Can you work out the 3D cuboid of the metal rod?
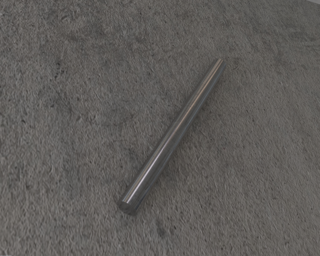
[{"bbox_3d":[0.032,-0.010,0.426,0.025,0.025,0.301,38,51,-3],"label":"metal rod"}]
